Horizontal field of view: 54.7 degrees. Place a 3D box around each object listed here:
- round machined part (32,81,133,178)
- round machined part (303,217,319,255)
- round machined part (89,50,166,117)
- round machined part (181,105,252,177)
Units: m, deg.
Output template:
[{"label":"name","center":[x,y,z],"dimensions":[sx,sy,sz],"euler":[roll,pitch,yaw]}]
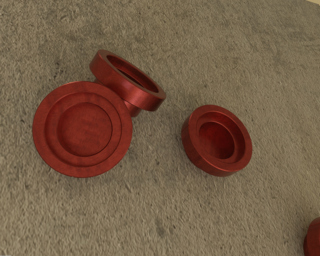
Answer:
[{"label":"round machined part","center":[-0.079,0.002,0.330],"dimensions":[0.099,0.042,0.097],"euler":[0,87,-6]},{"label":"round machined part","center":[0.235,0.168,0.416],"dimensions":[0.099,0.042,0.098],"euler":[14,56,-21]},{"label":"round machined part","center":[-0.044,-0.050,0.380],"dimensions":[0.098,0.042,0.098],"euler":[34,17,-11]},{"label":"round machined part","center":[0.072,0.020,0.419],"dimensions":[0.099,0.042,0.098],"euler":[14,56,-21]}]
